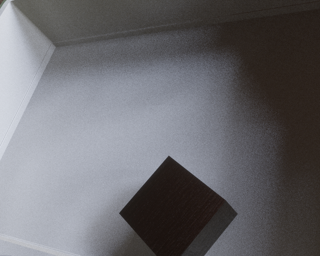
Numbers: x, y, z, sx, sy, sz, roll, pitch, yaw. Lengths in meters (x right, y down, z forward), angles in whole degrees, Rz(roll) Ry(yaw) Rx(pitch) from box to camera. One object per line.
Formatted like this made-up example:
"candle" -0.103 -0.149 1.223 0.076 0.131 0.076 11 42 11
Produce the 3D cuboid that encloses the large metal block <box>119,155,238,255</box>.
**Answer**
"large metal block" 0.019 0.090 0.324 0.080 0.050 0.080 -49 52 -7
